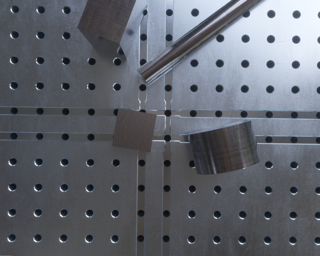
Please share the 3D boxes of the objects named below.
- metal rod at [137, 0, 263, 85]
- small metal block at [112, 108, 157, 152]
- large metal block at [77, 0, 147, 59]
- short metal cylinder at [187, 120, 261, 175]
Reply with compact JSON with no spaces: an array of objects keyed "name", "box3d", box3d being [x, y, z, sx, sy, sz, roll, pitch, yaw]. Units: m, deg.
[{"name":"metal rod","box3d":[0.097,-0.157,0.414,0.301,0.025,0.025,-37,90,-1]},{"name":"small metal block","box3d":[-0.033,0.003,0.413,0.050,0.025,0.050,10,90,-1]},{"name":"large metal block","box3d":[-0.055,-0.140,0.385,0.050,0.080,0.080,21,90,-1]},{"name":"short metal cylinder","box3d":[0.079,0.023,0.387,0.080,0.080,0.050,-13,90,0]}]
